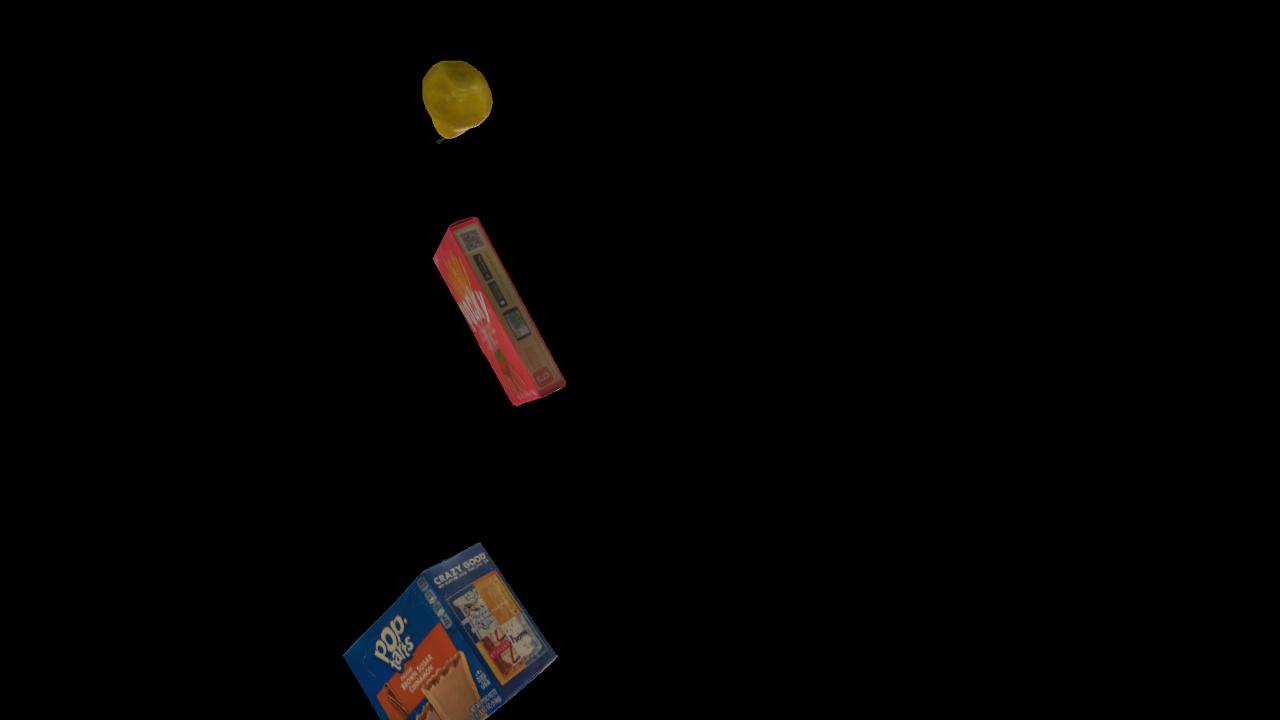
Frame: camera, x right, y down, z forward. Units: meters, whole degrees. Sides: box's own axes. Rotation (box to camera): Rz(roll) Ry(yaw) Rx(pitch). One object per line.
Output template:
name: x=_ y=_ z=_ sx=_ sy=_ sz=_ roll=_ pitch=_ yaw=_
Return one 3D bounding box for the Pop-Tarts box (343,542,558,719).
Pop-Tarts box: x=-0.193 y=0.296 z=0.616 sx=0.167 sy=0.141 sz=0.083 roll=-46 pitch=-16 yaw=23

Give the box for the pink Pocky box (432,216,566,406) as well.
pink Pocky box: x=-0.122 y=-0.036 z=0.522 sx=0.029 sy=0.155 sz=0.084 roll=-30 pitch=6 yaw=-28

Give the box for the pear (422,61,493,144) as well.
pear: x=-0.221 y=-0.298 z=0.740 sx=0.080 sy=0.080 sz=0.111 roll=0 pitch=-27 yaw=-19
